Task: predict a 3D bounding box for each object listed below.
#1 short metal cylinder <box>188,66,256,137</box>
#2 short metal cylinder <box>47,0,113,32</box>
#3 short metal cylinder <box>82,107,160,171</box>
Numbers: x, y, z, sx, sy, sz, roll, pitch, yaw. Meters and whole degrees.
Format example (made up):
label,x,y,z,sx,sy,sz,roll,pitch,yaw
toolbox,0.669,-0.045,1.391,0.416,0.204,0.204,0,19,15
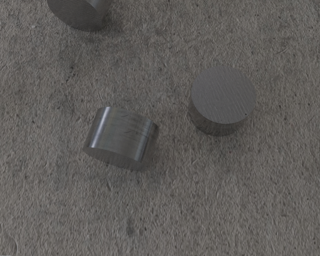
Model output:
label,x,y,z,sx,sy,sz,roll,pitch,yaw
short metal cylinder,0.079,-0.034,0.408,0.081,0.050,0.080,0,70,0
short metal cylinder,-0.113,-0.185,0.446,0.080,0.080,0.050,16,71,6
short metal cylinder,-0.046,0.015,0.373,0.080,0.080,0.050,15,71,5
